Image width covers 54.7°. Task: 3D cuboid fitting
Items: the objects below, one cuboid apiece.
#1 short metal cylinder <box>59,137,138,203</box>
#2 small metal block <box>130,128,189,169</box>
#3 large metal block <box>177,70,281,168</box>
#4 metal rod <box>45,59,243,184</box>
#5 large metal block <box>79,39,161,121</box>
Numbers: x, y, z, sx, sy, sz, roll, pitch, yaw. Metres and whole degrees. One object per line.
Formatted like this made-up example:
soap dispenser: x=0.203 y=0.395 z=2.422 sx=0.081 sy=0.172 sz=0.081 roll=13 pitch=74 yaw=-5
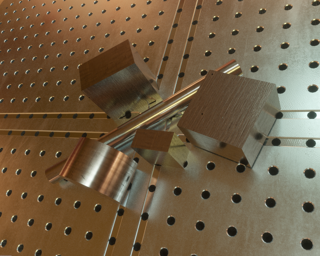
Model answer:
short metal cylinder: x=-0.074 y=0.052 z=0.377 sx=0.080 sy=0.080 sz=0.050 roll=12 pitch=68 yaw=33
small metal block: x=0.001 y=0.025 z=0.375 sx=0.050 sy=0.050 sz=0.025 roll=5 pitch=65 yaw=30
large metal block: x=0.080 y=-0.013 z=0.354 sx=0.080 sy=0.050 sz=0.080 roll=21 pitch=73 yaw=35
metal rod: x=-0.027 y=-0.005 z=0.423 sx=0.301 sy=0.025 sz=0.025 roll=-30 pitch=52 yaw=8
large metal block: x=-0.056 y=-0.065 z=0.442 sx=0.080 sy=0.080 sz=0.050 roll=-25 pitch=53 yaw=12
